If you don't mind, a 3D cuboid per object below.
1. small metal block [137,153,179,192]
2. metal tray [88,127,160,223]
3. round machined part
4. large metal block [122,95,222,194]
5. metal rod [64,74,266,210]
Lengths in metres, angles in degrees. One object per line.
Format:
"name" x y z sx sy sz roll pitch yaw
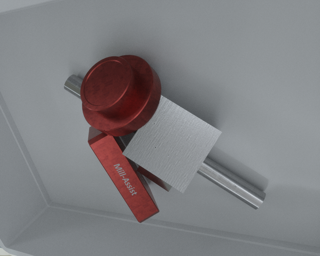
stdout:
"small metal block" 0.005 0.049 0.417 0.050 0.050 0.025 33 129 6
"metal tray" -0.051 0.055 0.426 0.030 0.090 0.130 -30 106 -4
"round machined part" -0.052 -0.043 0.356 0.098 0.098 0.042 -2 158 28
"large metal block" 0.015 0.020 0.368 0.080 0.050 0.080 32 86 7
"metal rod" 0.002 0.015 0.414 0.301 0.025 0.025 32 128 7
